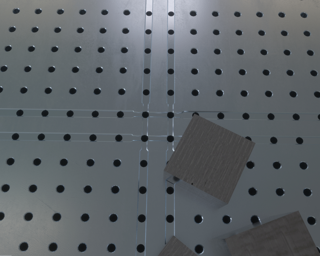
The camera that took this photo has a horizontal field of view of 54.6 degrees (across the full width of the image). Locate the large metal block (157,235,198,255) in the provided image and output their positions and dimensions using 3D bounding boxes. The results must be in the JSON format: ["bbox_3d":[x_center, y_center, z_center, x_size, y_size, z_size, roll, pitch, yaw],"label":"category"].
[{"bbox_3d":[0.020,0.175,0.335,0.080,0.050,0.080,37,74,12],"label":"large metal block"}]

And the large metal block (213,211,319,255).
[{"bbox_3d":[0.109,0.131,0.335,0.080,0.080,0.050,-18,71,-7],"label":"large metal block"}]

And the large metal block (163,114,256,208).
[{"bbox_3d":[0.059,0.042,0.384,0.080,0.050,0.080,27,72,9],"label":"large metal block"}]
